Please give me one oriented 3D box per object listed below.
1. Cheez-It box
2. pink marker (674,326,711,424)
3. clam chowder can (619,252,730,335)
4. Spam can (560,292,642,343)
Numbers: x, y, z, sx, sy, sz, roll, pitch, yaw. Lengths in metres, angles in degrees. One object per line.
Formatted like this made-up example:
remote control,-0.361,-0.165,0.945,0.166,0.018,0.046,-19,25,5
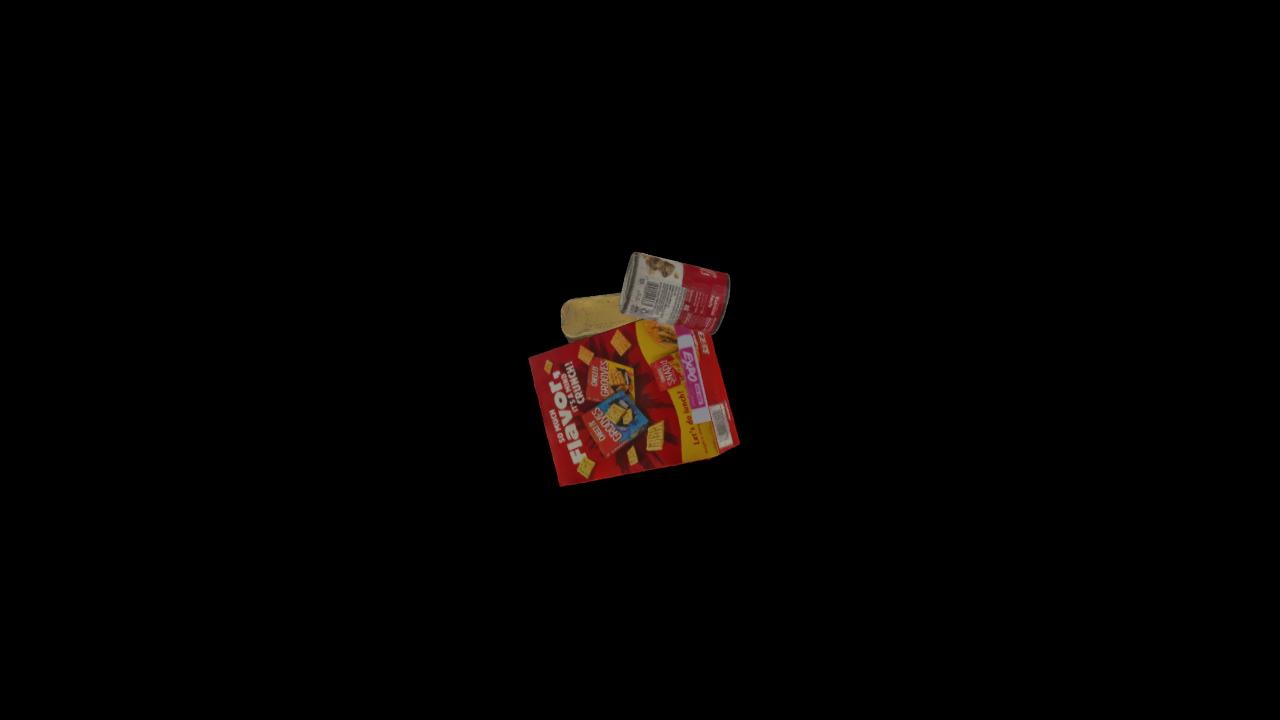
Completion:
Cheez-It box,-0.013,0.047,0.719,0.223,0.166,0.071,-18,-6,29
pink marker,0.053,0.006,0.643,0.020,0.121,0.020,-11,-8,-2
clam chowder can,0.035,-0.069,0.642,0.102,0.068,0.068,12,-2,-9
Spam can,-0.041,-0.039,0.760,0.101,0.058,0.085,-7,-23,4
